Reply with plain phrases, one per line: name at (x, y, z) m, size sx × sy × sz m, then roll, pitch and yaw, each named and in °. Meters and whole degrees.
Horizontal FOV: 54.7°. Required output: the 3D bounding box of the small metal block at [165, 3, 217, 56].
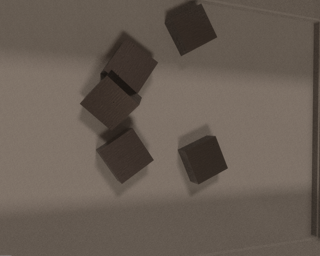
small metal block at (0.043, -0.135, 0.427) m, size 0.050 × 0.025 × 0.050 m, roll -31°, pitch 101°, yaw -18°

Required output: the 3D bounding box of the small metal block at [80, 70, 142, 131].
small metal block at (-0.059, -0.033, 0.377) m, size 0.050 × 0.025 × 0.050 m, roll 43°, pitch 111°, yaw -16°

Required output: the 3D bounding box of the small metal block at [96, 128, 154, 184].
small metal block at (-0.045, 0.034, 0.395) m, size 0.050 × 0.025 × 0.050 m, roll -36°, pitch 102°, yaw -17°

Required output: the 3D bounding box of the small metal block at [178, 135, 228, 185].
small metal block at (0.060, 0.044, 0.434) m, size 0.050 × 0.025 × 0.050 m, roll -25°, pitch 99°, yaw -19°

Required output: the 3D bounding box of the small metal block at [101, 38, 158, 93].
small metal block at (-0.039, -0.077, 0.397) m, size 0.050 × 0.025 × 0.050 m, roll 35°, pitch 78°, yaw -17°
